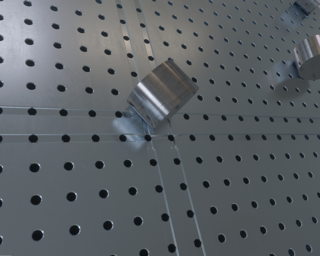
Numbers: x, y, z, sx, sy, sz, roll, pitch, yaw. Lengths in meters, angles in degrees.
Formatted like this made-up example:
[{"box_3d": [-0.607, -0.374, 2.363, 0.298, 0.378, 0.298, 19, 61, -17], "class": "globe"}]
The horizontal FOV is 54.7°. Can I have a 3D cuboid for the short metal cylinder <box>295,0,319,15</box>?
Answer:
[{"box_3d": [0.395, -0.338, 0.791, 0.050, 0.080, 0.080, 46, 51, 4], "class": "short metal cylinder"}]

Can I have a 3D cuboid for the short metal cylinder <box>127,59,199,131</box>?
[{"box_3d": [0.004, -0.042, 0.400, 0.050, 0.080, 0.080, 47, 51, 4], "class": "short metal cylinder"}]

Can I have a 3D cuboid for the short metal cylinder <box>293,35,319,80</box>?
[{"box_3d": [0.319, -0.142, 0.631, 0.081, 0.080, 0.050, 13, 57, -21], "class": "short metal cylinder"}]
